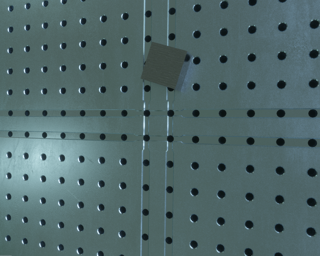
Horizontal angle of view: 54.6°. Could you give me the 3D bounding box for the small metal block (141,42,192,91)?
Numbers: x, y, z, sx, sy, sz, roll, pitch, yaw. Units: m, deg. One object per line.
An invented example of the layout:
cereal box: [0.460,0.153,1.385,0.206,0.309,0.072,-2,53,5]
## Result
small metal block: [0.009,-0.081,0.410,0.050,0.025,0.050,20,97,19]
